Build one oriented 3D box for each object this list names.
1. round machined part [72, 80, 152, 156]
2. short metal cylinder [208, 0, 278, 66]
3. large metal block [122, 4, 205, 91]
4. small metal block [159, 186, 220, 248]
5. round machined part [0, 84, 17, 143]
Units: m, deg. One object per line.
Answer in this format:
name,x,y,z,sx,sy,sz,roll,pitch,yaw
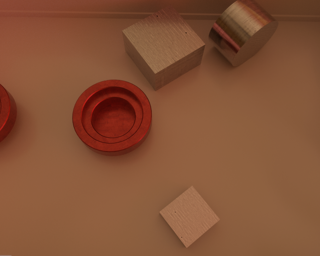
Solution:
round machined part,-0.059,-0.010,0.404,0.099,0.042,0.098,0,70,-1
short metal cylinder,0.115,-0.133,0.430,0.080,0.080,0.050,-36,74,-12
large metal block,0.004,-0.113,0.438,0.080,0.050,0.080,-32,74,-11
small metal block,0.034,0.106,0.371,0.050,0.025,0.050,-36,74,-13
round machined part,-0.236,-0.014,0.403,0.099,0.042,0.098,0,70,-1
